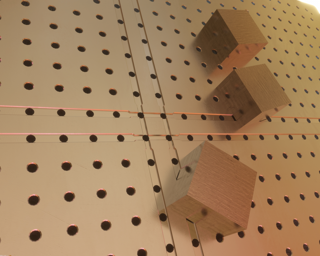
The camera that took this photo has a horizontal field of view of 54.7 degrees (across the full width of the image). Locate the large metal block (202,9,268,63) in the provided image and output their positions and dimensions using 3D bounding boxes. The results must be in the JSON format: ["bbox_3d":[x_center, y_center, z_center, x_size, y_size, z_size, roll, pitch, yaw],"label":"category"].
[{"bbox_3d":[0.138,-0.171,0.574,0.081,0.050,0.080,-13,68,-34],"label":"large metal block"}]

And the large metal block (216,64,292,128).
[{"bbox_3d":[0.154,-0.055,0.511,0.081,0.050,0.080,-16,71,-35],"label":"large metal block"}]

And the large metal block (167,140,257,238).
[{"bbox_3d":[0.066,0.076,0.383,0.080,0.050,0.080,32,51,-8],"label":"large metal block"}]
